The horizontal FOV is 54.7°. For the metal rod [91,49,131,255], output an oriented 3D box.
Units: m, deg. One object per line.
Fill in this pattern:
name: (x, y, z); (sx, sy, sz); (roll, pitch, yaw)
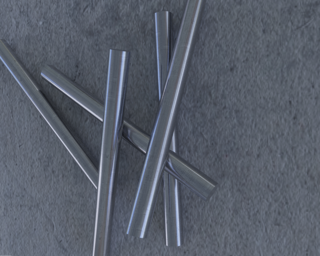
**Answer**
metal rod: (-0.066, 0.052, 0.396); (0.025, 0.025, 0.298); (14, 108, 19)

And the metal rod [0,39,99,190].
metal rod: (-0.164, -0.022, 0.465); (0.025, 0.025, 0.300); (-43, 77, 15)

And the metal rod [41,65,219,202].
metal rod: (-0.055, -0.005, 0.408); (0.300, 0.025, 0.025); (35, 101, 23)

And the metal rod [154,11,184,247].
metal rod: (0.011, 0.000, 0.404); (0.025, 0.025, 0.298); (-3, 89, 19)

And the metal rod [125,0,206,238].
metal rod: (0.011, -0.026, 0.365); (0.025, 0.025, 0.299); (11, 79, 19)
